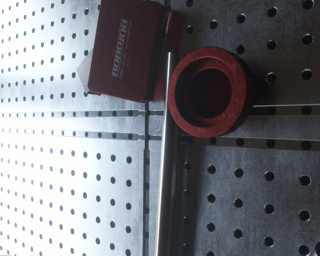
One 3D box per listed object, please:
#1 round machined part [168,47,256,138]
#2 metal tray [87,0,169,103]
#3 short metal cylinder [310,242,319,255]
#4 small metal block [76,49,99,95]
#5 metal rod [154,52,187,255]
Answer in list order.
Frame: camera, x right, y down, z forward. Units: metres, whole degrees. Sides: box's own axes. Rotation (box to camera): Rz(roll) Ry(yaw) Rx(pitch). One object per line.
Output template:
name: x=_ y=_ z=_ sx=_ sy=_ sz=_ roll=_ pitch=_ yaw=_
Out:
round machined part: x=0.060 y=-0.038 z=0.347 sx=0.098 sy=0.042 sz=0.097 roll=0 pitch=90 yaw=39
metal tray: x=-0.045 y=-0.106 z=0.425 sx=0.090 sy=0.030 sz=0.129 roll=15 pitch=100 yaw=21
short metal cylinder: x=0.154 y=0.137 z=0.246 sx=0.080 sy=0.081 sz=0.050 roll=30 pitch=109 yaw=35
small metal block: x=-0.102 y=-0.088 z=0.491 sx=0.050 sy=0.025 sz=0.050 roll=-39 pitch=66 yaw=32
metal rod: x=0.012 y=0.055 z=0.397 sx=0.025 sy=0.025 sz=0.298 roll=6 pitch=94 yaw=39
